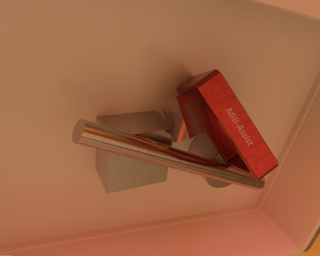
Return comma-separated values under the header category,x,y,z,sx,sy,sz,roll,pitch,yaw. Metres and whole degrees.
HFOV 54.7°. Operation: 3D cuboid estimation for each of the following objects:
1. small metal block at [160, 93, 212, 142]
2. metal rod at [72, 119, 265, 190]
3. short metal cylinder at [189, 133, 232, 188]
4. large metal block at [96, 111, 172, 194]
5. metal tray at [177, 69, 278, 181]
category,x,y,z,sx,sy,sz,roll,pitch,yaw
small metal block,0.032,-0.015,0.373,0.050,0.025,0.050,-23,96,-48
metal rod,0.036,0.043,0.389,0.302,0.025,0.025,19,108,-36
short metal cylinder,0.090,0.043,0.469,0.081,0.050,0.079,-14,125,-21
large metal block,-0.034,0.028,0.391,0.081,0.050,0.079,-8,122,-25
metal tray,0.077,-0.005,0.374,0.030,0.090,0.130,-36,100,-6
